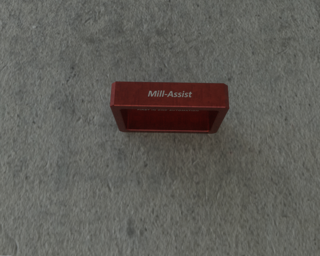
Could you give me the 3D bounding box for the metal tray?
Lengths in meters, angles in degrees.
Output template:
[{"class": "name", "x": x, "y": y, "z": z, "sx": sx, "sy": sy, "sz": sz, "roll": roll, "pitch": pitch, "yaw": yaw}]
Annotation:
[{"class": "metal tray", "x": 0.011, "y": -0.022, "z": 0.381, "sx": 0.131, "sy": 0.090, "sz": 0.030, "roll": 1, "pitch": 70, "yaw": 0}]
